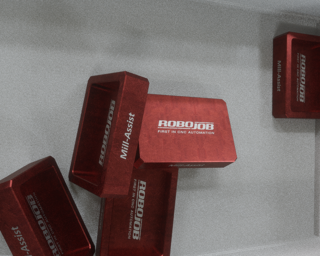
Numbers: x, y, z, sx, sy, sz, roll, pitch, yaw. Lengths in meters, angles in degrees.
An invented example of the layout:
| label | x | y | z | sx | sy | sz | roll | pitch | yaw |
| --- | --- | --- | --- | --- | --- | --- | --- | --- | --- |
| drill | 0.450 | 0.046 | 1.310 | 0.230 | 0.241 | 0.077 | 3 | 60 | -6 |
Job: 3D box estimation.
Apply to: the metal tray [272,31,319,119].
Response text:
| label | x | y | z | sx | sy | sz | roll | pitch | yaw |
| --- | --- | --- | --- | --- | --- | --- | --- | --- | --- |
| metal tray | 0.225 | -0.080 | 0.490 | 0.091 | 0.030 | 0.129 | 1 | 90 | -20 |

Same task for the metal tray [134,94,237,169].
| label | x | y | z | sx | sy | sz | roll | pitch | yaw |
| --- | --- | --- | --- | --- | --- | --- | --- | --- | --- |
| metal tray | 0.029 | 0.005 | 0.401 | 0.131 | 0.030 | 0.090 | 2 | 67 | -20 |

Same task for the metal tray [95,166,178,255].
| label | x | y | z | sx | sy | sz | roll | pitch | yaw |
| --- | --- | --- | --- | --- | --- | --- | --- | --- | --- |
| metal tray | -0.029 | 0.105 | 0.397 | 0.091 | 0.030 | 0.129 | 7 | 88 | -20 |

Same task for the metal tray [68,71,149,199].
| label | x | y | z | sx | sy | sz | roll | pitch | yaw |
| --- | --- | --- | --- | --- | --- | --- | --- | --- | --- |
| metal tray | -0.061 | 0.005 | 0.350 | 0.030 | 0.090 | 0.129 | 14 | 85 | -38 |

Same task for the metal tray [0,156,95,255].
| label | x | y | z | sx | sy | sz | roll | pitch | yaw |
| --- | --- | --- | --- | --- | --- | --- | --- | --- | --- |
| metal tray | -0.120 | 0.104 | 0.330 | 0.030 | 0.090 | 0.129 | -21 | 98 | 9 |
